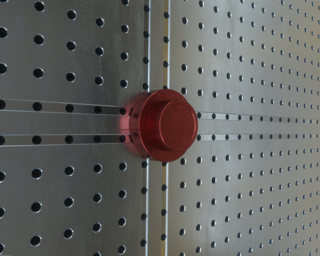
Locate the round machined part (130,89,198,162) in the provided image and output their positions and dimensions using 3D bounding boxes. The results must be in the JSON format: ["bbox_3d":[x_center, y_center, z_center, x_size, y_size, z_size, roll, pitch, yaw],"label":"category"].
[{"bbox_3d":[0.012,-0.003,0.410,0.099,0.042,0.097,0,90,-40],"label":"round machined part"}]
